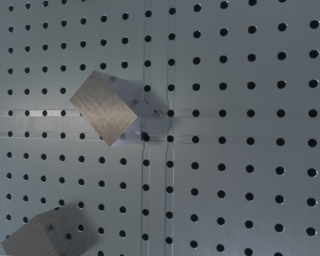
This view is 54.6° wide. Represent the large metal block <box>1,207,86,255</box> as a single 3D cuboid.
[{"bbox_3d":[-0.173,0.178,0.461,0.080,0.050,0.080,-38,78,16],"label":"large metal block"}]

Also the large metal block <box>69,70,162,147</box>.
[{"bbox_3d":[-0.055,-0.023,0.403,0.080,0.080,0.050,47,105,14],"label":"large metal block"}]
